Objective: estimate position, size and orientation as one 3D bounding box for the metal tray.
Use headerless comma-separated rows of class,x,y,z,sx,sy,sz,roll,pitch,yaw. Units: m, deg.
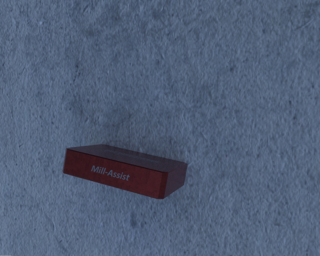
metal tray,-0.041,0.050,0.387,0.130,0.090,0.030,11,94,19
